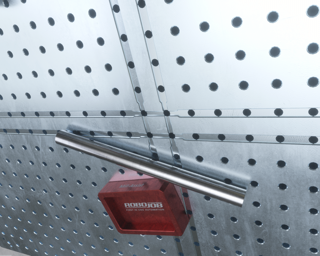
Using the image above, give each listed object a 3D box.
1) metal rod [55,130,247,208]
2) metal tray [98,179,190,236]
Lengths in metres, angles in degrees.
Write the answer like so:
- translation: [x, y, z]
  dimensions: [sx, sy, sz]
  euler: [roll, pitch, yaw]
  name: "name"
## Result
- translation: [-0.026, 0.054, 0.458]
  dimensions: [0.301, 0.025, 0.025]
  euler: [16, 125, 19]
  name: "metal rod"
- translation: [-0.028, 0.130, 0.502]
  dimensions: [0.130, 0.030, 0.090]
  euler: [-10, 113, 32]
  name: "metal tray"
